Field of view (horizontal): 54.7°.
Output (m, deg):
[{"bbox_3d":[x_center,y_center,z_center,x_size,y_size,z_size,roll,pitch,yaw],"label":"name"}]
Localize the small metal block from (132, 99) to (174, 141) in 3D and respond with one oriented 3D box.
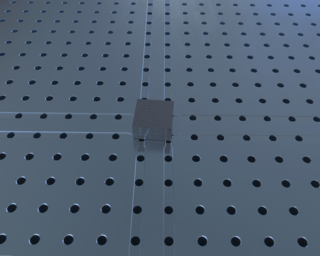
[{"bbox_3d":[-0.008,-0.011,0.417,0.050,0.025,0.050,4,50,3],"label":"small metal block"}]
